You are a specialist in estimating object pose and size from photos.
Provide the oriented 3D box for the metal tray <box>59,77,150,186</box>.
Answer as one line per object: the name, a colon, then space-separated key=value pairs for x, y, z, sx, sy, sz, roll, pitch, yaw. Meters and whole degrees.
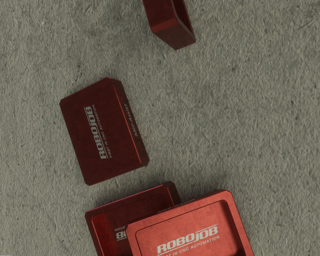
metal tray: x=-0.079 y=0.005 z=0.434 sx=0.090 sy=0.030 sz=0.129 roll=-22 pitch=83 yaw=18

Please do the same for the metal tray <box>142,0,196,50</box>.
metal tray: x=0.002 y=-0.168 z=0.373 sx=0.030 sy=0.090 sz=0.129 roll=-18 pitch=84 yaw=19

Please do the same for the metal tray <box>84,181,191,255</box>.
metal tray: x=-0.029 y=0.135 z=0.416 sx=0.130 sy=0.030 sz=0.090 roll=-23 pitch=83 yaw=18

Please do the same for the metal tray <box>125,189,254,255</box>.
metal tray: x=0.034 y=0.135 z=0.363 sx=0.131 sy=0.030 sz=0.090 roll=-17 pitch=82 yaw=-9
